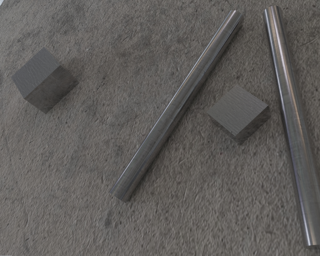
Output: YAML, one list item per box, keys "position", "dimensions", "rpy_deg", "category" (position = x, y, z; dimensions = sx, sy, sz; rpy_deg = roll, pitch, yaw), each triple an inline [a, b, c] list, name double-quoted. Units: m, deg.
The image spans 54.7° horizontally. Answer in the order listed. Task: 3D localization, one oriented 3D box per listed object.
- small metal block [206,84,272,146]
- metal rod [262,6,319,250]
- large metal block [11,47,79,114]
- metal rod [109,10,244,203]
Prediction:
- position: [0.093, -0.016, 0.365]
  dimensions: [0.050, 0.025, 0.050]
  rpy_deg: [-43, 51, -2]
  category: "small metal block"
- position: [0.145, -0.026, 0.343]
  dimensions: [0.025, 0.025, 0.299]
  rpy_deg: [-11, 57, 22]
  category: "metal rod"
- position: [-0.203, -0.085, 0.546]
  dimensions: [0.080, 0.050, 0.080]
  rpy_deg: [-44, 51, -3]
  category: "large metal block"
- position: [0.029, -0.037, 0.411]
  dimensions: [0.025, 0.025, 0.300]
  rpy_deg: [24, 74, 36]
  category: "metal rod"
